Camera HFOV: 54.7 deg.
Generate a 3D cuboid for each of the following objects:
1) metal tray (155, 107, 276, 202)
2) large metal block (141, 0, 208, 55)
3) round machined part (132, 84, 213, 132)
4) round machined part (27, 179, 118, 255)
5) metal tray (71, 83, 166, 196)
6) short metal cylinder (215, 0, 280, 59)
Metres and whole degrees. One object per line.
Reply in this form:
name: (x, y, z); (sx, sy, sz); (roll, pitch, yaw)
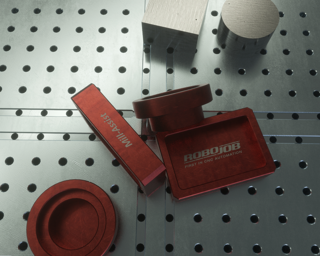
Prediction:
metal tray: (0.068, 0.033, 0.397); (0.131, 0.030, 0.090); (-15, 71, -6)
large metal block: (0.024, -0.164, 0.458); (0.080, 0.050, 0.080); (14, 71, 5)
round machined part: (0.018, -0.024, 0.388); (0.099, 0.098, 0.042); (-15, 99, -5)
round machined part: (-0.098, 0.112, 0.361); (0.099, 0.042, 0.098); (0, 70, 0)
metal tray: (-0.047, 0.017, 0.370); (0.030, 0.090, 0.130); (-39, 75, -13)
short metal cylinder: (0.126, -0.150, 0.454); (0.081, 0.050, 0.080); (0, 70, 0)
